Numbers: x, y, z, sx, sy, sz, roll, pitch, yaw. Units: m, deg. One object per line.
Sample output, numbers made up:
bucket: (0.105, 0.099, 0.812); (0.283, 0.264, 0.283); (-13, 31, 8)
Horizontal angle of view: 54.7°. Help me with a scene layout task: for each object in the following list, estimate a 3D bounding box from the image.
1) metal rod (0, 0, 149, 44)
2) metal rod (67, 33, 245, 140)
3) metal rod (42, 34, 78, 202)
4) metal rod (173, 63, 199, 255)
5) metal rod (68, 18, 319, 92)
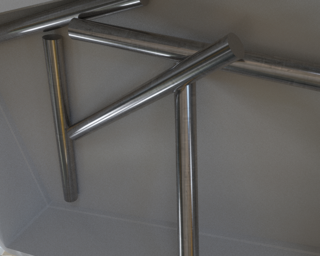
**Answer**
metal rod: (-0.150, -0.137, 0.400); (0.300, 0.025, 0.025); (-2, 117, 29)
metal rod: (-0.033, -0.033, 0.377); (0.299, 0.025, 0.025); (-22, 107, 44)
metal rod: (-0.153, 0.004, 0.489); (0.025, 0.025, 0.298); (17, 125, 18)
metal rod: (0.032, 0.075, 0.360); (0.025, 0.025, 0.298); (1, 94, 27)
metal rod: (0.041, -0.078, 0.325); (0.301, 0.025, 0.025); (15, 125, 14)
